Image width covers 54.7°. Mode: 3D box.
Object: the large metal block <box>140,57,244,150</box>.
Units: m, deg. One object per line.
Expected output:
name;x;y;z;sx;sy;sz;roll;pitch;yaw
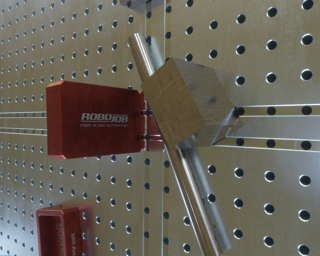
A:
large metal block;0.036;-0.025;0.342;0.050;0.081;0.080;-37;68;34

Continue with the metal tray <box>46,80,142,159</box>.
metal tray;-0.080;-0.009;0.405;0.030;0.131;0.089;-4;88;40

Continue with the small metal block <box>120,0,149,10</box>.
small metal block;-0.033;-0.203;0.434;0.050;0.025;0.050;-12;82;39

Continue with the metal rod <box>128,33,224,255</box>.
metal rod;0.014;0.011;0.395;0.025;0.025;0.299;-30;71;35

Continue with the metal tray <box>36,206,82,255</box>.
metal tray;-0.179;0.208;0.550;0.090;0.030;0.129;-11;83;39
